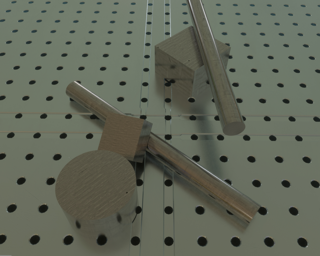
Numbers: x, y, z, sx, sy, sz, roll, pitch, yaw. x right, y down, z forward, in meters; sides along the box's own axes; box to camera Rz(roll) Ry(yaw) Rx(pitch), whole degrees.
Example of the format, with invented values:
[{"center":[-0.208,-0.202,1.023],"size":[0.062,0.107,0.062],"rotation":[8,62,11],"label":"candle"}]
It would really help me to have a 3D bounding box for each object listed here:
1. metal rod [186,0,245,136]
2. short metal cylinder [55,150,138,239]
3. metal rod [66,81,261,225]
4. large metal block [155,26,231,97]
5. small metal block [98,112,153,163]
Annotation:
[{"center":[0.069,-0.114,0.439],"size":[0.025,0.025,0.300],"rotation":[-4,50,-4],"label":"metal rod"},{"center":[-0.065,0.070,0.331],"size":[0.081,0.050,0.080],"rotation":[0,50,0],"label":"short metal cylinder"},{"center":[-0.013,0.018,0.392],"size":[0.300,0.025,0.025],"rotation":[33,57,24],"label":"metal rod"},{"center":[0.049,-0.106,0.481],"size":[0.080,0.050,0.080],"rotation":[-36,59,-27],"label":"large metal block"},{"center":[-0.042,0.011,0.377],"size":[0.050,0.025,0.050],"rotation":[12,84,24],"label":"small metal block"}]
